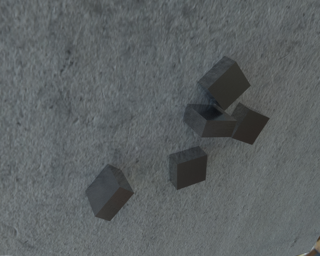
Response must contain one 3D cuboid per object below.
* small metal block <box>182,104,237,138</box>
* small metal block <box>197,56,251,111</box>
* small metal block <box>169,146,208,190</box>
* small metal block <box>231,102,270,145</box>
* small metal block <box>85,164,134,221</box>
[{"bbox_3d":[0.067,-0.011,0.423,0.050,0.050,0.025,0,118,-29],"label":"small metal block"},{"bbox_3d":[0.087,-0.060,0.420,0.050,0.025,0.050,-44,130,2],"label":"small metal block"},{"bbox_3d":[0.042,0.060,0.469,0.050,0.025,0.050,-15,125,-20],"label":"small metal block"},{"bbox_3d":[0.133,-0.006,0.478,0.050,0.025,0.050,17,109,-35],"label":"small metal block"},{"bbox_3d":[-0.067,0.084,0.407,0.025,0.050,0.050,34,99,-39],"label":"small metal block"}]
